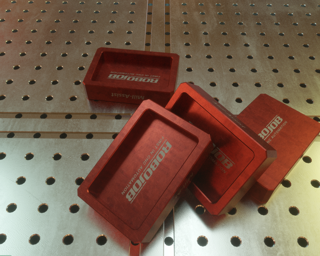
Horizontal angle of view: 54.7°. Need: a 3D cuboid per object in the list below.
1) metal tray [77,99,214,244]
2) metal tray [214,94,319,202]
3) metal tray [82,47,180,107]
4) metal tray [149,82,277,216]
[{"bbox_3d":[-0.015,0.044,0.334,0.090,0.030,0.130,32,81,23],"label":"metal tray"},{"bbox_3d":[0.131,0.019,0.391,0.090,0.030,0.131,36,58,26],"label":"metal tray"},{"bbox_3d":[-0.040,-0.079,0.470,0.131,0.030,0.090,6,50,4],"label":"metal tray"},{"bbox_3d":[0.051,0.020,0.349,0.030,0.090,0.130,7,33,-52],"label":"metal tray"}]
